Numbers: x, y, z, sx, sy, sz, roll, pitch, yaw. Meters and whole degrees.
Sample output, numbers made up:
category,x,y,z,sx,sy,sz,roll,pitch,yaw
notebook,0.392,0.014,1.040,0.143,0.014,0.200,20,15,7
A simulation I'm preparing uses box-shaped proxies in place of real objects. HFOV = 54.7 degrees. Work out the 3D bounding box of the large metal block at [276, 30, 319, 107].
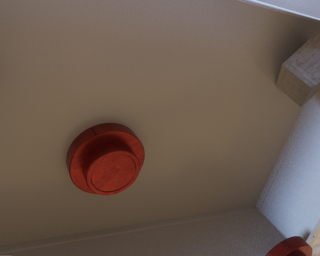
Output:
category,x,y,z,sx,sy,sz,roll,pitch,yaw
large metal block,0.217,-0.085,0.440,0.080,0.050,0.080,-43,160,1

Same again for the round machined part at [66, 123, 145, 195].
category,x,y,z,sx,sy,sz,roll,pitch,yaw
round machined part,-0.064,0.046,0.392,0.099,0.042,0.097,-14,125,-21

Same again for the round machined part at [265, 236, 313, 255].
category,x,y,z,sx,sy,sz,roll,pitch,yaw
round machined part,0.213,0.229,0.506,0.099,0.042,0.097,-14,124,-21
